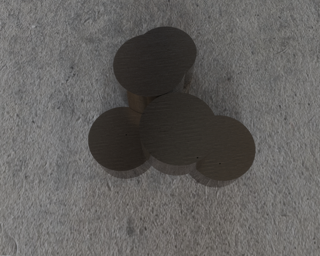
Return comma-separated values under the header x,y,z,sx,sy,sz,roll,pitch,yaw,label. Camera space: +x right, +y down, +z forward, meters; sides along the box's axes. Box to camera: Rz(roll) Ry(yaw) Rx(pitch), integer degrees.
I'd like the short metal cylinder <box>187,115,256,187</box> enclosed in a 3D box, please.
x,y,z,sx,sy,sz,roll,pitch,yaw,label
0.071,0.030,0.385,0.081,0.050,0.080,0,70,0,short metal cylinder

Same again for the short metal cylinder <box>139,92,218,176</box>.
x,y,z,sx,sy,sz,roll,pitch,yaw,label
0.019,0.008,0.339,0.081,0.050,0.080,0,70,-1,short metal cylinder

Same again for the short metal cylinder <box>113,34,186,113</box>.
x,y,z,sx,sy,sz,roll,pitch,yaw,label
-0.011,-0.062,0.365,0.080,0.050,0.080,0,70,0,short metal cylinder

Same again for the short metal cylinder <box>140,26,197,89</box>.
x,y,z,sx,sy,sz,roll,pitch,yaw,label
0.008,-0.092,0.430,0.081,0.050,0.080,0,70,0,short metal cylinder

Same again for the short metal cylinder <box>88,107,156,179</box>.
x,y,z,sx,sy,sz,roll,pitch,yaw,label
-0.044,0.020,0.388,0.081,0.050,0.080,0,70,0,short metal cylinder
